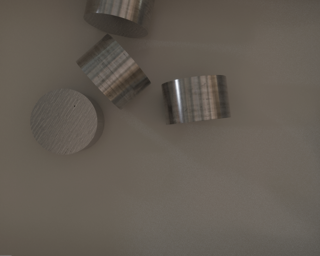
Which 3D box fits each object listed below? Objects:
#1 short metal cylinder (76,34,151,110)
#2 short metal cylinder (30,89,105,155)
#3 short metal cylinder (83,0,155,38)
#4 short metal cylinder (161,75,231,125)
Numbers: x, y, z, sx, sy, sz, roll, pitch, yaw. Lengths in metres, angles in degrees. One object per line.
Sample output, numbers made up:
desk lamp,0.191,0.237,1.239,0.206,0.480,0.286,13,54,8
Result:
short metal cylinder,-0.057,-0.068,0.383,0.050,0.080,0.080,-42,91,0
short metal cylinder,-0.116,-0.008,0.397,0.081,0.050,0.079,0,90,-1
short metal cylinder,-0.049,-0.150,0.383,0.080,0.080,0.050,12,90,-1
short metal cylinder,0.045,-0.033,0.385,0.081,0.080,0.050,-7,90,0
